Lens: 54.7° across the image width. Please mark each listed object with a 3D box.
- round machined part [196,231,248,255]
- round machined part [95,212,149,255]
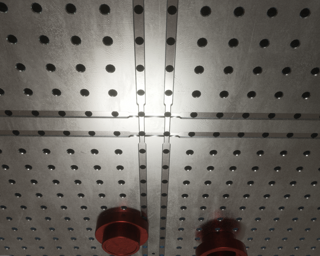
[{"bbox_3d":[0.118,0.239,0.606,0.099,0.042,0.097,-1,131,0],"label":"round machined part"},{"bbox_3d":[-0.071,0.200,0.570,0.099,0.042,0.097,-1,130,0],"label":"round machined part"}]
